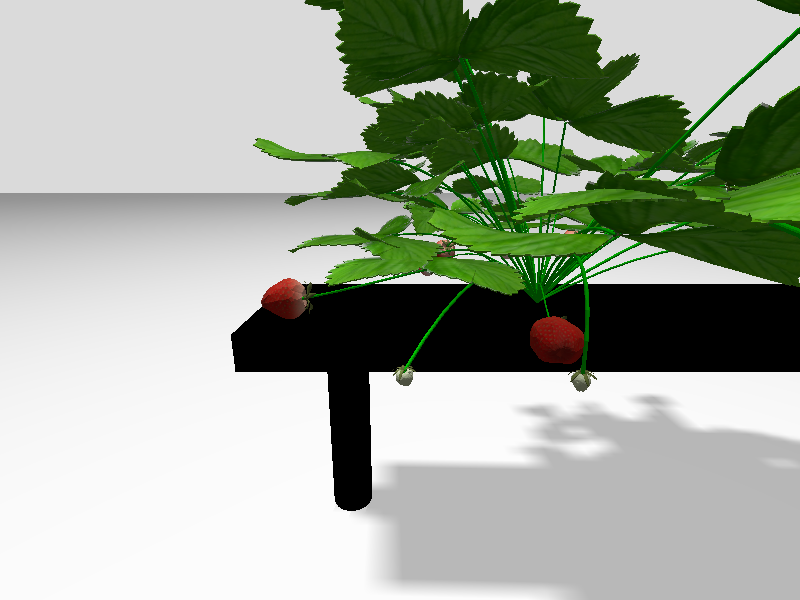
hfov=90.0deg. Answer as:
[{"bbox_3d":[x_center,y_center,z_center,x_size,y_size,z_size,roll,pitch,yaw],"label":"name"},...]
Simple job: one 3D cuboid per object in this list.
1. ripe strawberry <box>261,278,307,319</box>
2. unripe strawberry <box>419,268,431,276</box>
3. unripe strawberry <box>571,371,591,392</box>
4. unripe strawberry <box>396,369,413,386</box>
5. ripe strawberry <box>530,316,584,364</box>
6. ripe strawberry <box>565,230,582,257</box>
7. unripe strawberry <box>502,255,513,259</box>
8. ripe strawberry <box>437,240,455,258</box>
[{"bbox_3d":[-0.093,-0.001,0.322,0.035,0.034,0.032,-4,17,-10],"label":"ripe strawberry"},{"bbox_3d":[0.030,-0.039,0.465,0.018,0.021,0.020,-14,15,-40],"label":"unripe strawberry"},{"bbox_3d":[0.086,0.039,0.189,0.009,0.010,0.010,4,17,12],"label":"unripe strawberry"},{"bbox_3d":[0.002,0.042,0.218,0.011,0.010,0.010,13,21,37],"label":"unripe strawberry"},{"bbox_3d":[0.094,0.025,0.239,0.032,0.027,0.032,4,18,13],"label":"ripe strawberry"},{"bbox_3d":[0.250,-0.083,0.575,0.037,0.042,0.040,9,18,28],"label":"ripe strawberry"},{"bbox_3d":[0.149,-0.069,0.558,0.029,0.026,0.026,2,-4,6],"label":"unripe strawberry"},{"bbox_3d":[0.061,-0.067,0.551,0.029,0.030,0.031,-5,-15,-17],"label":"ripe strawberry"}]
